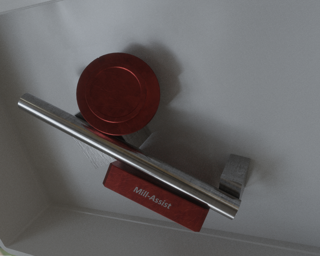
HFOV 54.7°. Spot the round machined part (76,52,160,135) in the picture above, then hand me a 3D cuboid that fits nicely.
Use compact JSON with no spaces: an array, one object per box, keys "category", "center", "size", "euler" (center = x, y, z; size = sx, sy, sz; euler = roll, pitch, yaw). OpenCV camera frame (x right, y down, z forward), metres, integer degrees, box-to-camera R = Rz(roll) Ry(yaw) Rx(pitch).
[{"category":"round machined part","center":[-0.049,-0.040,0.362],"size":[0.099,0.042,0.097],"euler":[0,91,-1]}]

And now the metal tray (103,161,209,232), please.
[{"category":"metal tray","center":[0.003,0.079,0.406],"size":[0.130,0.090,0.030],"euler":[24,100,13]}]

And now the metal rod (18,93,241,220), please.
[{"category":"metal rod","center":[-0.046,0.029,0.381],"size":[0.301,0.025,0.025],"euler":[26,127,11]}]

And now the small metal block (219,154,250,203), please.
[{"category":"small metal block","center":[0.091,0.069,0.384],"size":[0.025,0.050,0.050],"euler":[14,124,20]}]

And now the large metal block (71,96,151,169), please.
[{"category":"large metal block","center":[-0.074,0.001,0.428],"size":[0.080,0.050,0.080],"euler":[-25,105,36]}]
